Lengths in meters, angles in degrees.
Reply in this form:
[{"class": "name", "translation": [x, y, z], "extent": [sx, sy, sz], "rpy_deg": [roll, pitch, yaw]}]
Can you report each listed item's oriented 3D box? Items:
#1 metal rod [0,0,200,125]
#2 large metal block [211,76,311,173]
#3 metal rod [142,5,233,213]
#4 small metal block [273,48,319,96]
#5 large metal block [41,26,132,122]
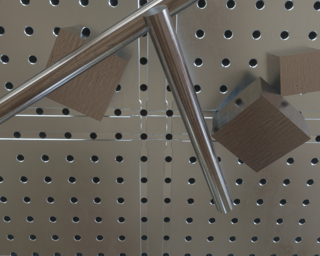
[{"class": "metal rod", "translation": [-0.092, -0.068, 0.333], "extent": [0.300, 0.025, 0.025], "rpy_deg": [-29, 108, 9]}, {"class": "large metal block", "translation": [0.123, -0.003, 0.388], "extent": [0.080, 0.050, 0.080], "rpy_deg": [38, 124, -13]}, {"class": "metal rod", "translation": [0.045, 0.003, 0.374], "extent": [0.025, 0.025, 0.299], "rpy_deg": [-19, 124, 7]}, {"class": "small metal block", "translation": [0.172, -0.070, 0.389], "extent": [0.050, 0.025, 0.050], "rpy_deg": [-9, 110, 3]}, {"class": "large metal block", "translation": [-0.089, -0.066, 0.375], "extent": [0.080, 0.050, 0.080], "rpy_deg": [25, 108, -9]}]
